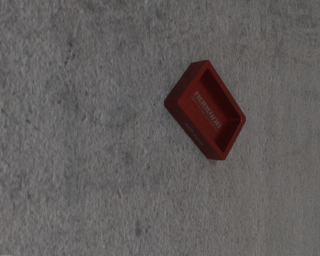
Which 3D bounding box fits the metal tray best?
[{"bbox_3d":[0.073,-0.024,0.464,0.130,0.030,0.090,49,61,-29],"label":"metal tray"}]
